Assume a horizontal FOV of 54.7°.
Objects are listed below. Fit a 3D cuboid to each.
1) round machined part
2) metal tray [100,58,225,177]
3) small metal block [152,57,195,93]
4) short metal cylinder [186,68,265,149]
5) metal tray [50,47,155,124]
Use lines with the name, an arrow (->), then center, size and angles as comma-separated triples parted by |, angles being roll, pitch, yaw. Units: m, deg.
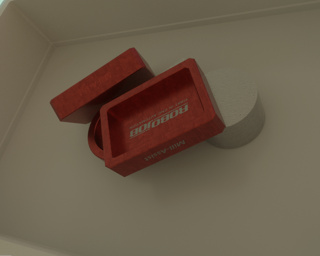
round machined part -> -0.043, 0.006, 0.412 | 0.098, 0.042, 0.098 | -13, 56, 20
metal tray -> -0.004, -0.011, 0.347 | 0.130, 0.030, 0.090 | -26, 52, 17
small metal block -> 0.025, -0.056, 0.407 | 0.050, 0.050, 0.025 | -36, 51, 2
short metal cylinder -> 0.076, -0.023, 0.360 | 0.080, 0.050, 0.080 | -13, 56, 20
metal tray -> -0.073, -0.053, 0.429 | 0.130, 0.090, 0.030 | -32, 84, 7
